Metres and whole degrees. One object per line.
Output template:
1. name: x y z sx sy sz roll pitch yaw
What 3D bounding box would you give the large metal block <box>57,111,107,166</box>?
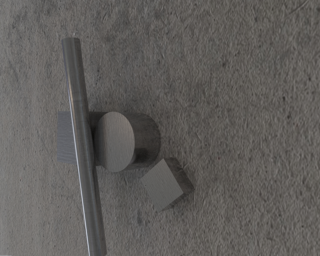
1. large metal block: -0.116 0.014 0.484 0.080 0.050 0.079 3 92 40

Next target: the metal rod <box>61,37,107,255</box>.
1. metal rod: -0.104 0.026 0.427 0.025 0.025 0.298 -8 89 39

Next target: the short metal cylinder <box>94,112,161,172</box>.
1. short metal cylinder: -0.046 0.018 0.427 0.080 0.050 0.080 0 90 40

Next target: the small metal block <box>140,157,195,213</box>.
1. small metal block: 0.009 0.072 0.398 0.050 0.025 0.050 -45 63 30
